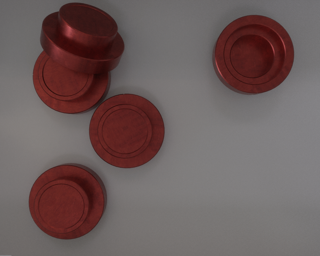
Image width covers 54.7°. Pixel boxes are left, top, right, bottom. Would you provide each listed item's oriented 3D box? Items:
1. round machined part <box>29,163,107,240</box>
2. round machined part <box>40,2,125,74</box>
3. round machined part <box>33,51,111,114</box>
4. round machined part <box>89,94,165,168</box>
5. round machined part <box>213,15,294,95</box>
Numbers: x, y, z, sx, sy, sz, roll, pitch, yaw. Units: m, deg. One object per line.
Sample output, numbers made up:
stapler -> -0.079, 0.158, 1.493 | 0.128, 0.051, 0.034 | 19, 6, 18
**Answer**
round machined part -> -0.122, 0.097, 0.402 | 0.099, 0.042, 0.097 | 0, 90, 0
round machined part -> -0.090, -0.114, 0.373 | 0.098, 0.098, 0.042 | 31, 131, 0
round machined part -> -0.116, -0.067, 0.402 | 0.099, 0.042, 0.097 | 0, 90, 0
round machined part -> -0.043, 0.004, 0.402 | 0.099, 0.042, 0.097 | 0, 90, 0
round machined part -> 0.117, -0.091, 0.404 | 0.099, 0.042, 0.097 | 0, 90, 0
